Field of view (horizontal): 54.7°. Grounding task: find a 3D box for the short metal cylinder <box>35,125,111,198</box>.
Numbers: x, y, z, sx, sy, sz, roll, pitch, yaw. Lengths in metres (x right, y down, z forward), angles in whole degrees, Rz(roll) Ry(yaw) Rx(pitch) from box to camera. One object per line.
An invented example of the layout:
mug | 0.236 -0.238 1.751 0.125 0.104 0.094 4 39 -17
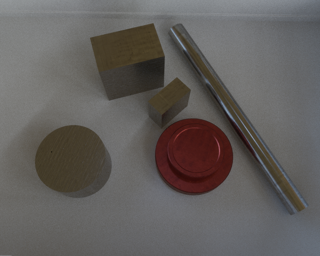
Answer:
short metal cylinder | -0.103 0.042 0.380 0.081 0.050 0.080 0 70 0

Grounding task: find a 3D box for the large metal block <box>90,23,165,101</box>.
large metal block | -0.040 -0.085 0.411 0.081 0.080 0.050 -15 71 -6

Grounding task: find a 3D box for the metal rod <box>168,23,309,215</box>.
metal rod | 0.096 -0.024 0.419 0.025 0.025 0.299 -27 73 -10

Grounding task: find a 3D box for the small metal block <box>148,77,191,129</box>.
small metal block | 0.012 -0.032 0.408 0.050 0.050 0.025 -41 76 -14

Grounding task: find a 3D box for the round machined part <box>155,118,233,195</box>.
round machined part | 0.043 0.033 0.389 0.099 0.042 0.098 0 70 -1
